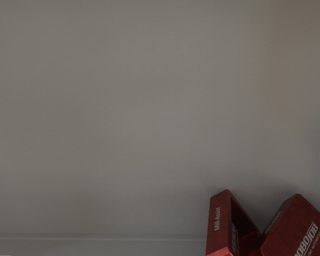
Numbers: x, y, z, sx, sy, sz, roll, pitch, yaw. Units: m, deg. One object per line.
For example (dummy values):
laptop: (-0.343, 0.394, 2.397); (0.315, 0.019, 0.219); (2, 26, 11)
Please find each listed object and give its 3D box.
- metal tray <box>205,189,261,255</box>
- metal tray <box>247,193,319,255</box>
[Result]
metal tray: (0.101, 0.151, 0.405); (0.030, 0.130, 0.090); (-34, 100, 21)
metal tray: (0.182, 0.156, 0.401); (0.090, 0.131, 0.030); (46, 137, 14)
